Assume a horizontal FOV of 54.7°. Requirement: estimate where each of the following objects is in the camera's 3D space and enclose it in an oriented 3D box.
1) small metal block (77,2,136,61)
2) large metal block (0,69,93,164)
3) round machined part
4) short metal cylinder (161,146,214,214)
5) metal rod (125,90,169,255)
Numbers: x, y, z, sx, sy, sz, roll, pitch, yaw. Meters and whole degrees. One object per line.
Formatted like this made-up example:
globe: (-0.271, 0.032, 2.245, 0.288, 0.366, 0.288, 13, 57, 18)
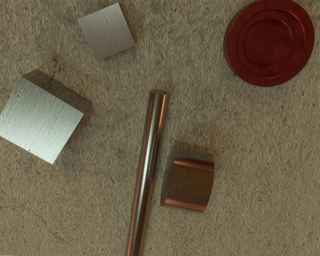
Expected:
small metal block: (-0.061, -0.114, 0.367, 0.050, 0.025, 0.050, -20, 109, 7)
large metal block: (-0.145, -0.015, 0.389, 0.080, 0.050, 0.080, 32, 107, -12)
round machined part: (0.124, -0.101, 0.365, 0.099, 0.042, 0.097, 0, 110, -1)
short metal cylinder: (0.034, 0.067, 0.406, 0.050, 0.080, 0.079, 12, 110, -5)
metal rod: (-0.024, 0.093, 0.443, 0.025, 0.025, 0.298, 8, 110, -4)
